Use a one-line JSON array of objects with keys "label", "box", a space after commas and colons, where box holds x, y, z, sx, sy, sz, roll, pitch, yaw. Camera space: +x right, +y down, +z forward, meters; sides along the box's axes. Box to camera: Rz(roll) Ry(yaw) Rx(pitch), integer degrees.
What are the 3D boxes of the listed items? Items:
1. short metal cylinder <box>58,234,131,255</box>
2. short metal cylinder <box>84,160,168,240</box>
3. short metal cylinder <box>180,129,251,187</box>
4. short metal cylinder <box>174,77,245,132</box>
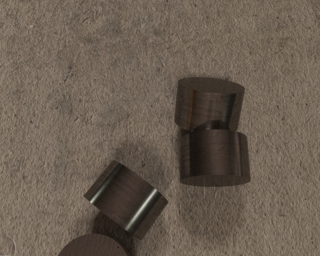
[{"label": "short metal cylinder", "box": [-0.070, 0.157, 0.337, 0.081, 0.050, 0.080, 0, 70, 0]}, {"label": "short metal cylinder", "box": [-0.038, 0.081, 0.349, 0.080, 0.080, 0.050, 35, 74, 11]}, {"label": "short metal cylinder", "box": [0.064, 0.038, 0.366, 0.081, 0.080, 0.050, 1, 70, 0]}, {"label": "short metal cylinder", "box": [0.060, -0.030, 0.384, 0.080, 0.080, 0.050, 5, 111, 1]}]
